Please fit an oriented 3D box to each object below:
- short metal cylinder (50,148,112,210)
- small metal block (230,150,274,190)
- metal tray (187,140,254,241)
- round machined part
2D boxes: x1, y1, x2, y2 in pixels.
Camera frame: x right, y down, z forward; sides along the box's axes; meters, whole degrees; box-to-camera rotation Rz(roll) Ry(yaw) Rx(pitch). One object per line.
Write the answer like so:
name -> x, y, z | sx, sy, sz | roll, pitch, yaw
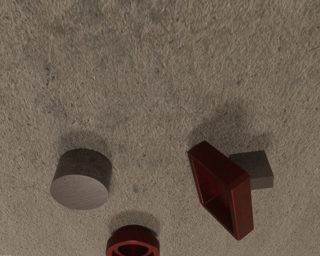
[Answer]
short metal cylinder -> -0.113, 0.076, 0.454 | 0.081, 0.050, 0.079 | 0, 130, 0
small metal block -> 0.130, 0.061, 0.445 | 0.050, 0.050, 0.025 | -8, 130, 6
metal tray -> 0.087, 0.090, 0.441 | 0.030, 0.090, 0.129 | -32, 131, -17
round machined part -> -0.050, 0.219, 0.582 | 0.099, 0.042, 0.097 | -1, 130, 0
